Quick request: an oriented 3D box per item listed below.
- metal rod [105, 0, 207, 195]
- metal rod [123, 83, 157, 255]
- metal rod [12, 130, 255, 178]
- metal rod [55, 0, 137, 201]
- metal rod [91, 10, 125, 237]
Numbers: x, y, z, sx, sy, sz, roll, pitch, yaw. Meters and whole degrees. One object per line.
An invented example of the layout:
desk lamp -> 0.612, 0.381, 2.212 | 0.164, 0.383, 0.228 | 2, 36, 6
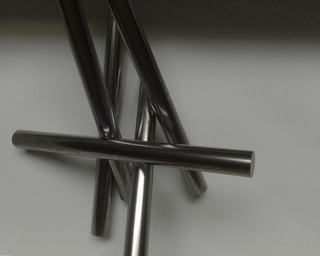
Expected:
metal rod -> -0.005, -0.046, 0.362 | 0.025, 0.025, 0.299 | -24, 110, 0
metal rod -> -0.021, 0.059, 0.349 | 0.025, 0.025, 0.299 | 3, 64, 0
metal rod -> -0.050, 0.024, 0.348 | 0.301, 0.025, 0.025 | 4, 90, 25
metal rod -> -0.073, -0.044, 0.355 | 0.025, 0.025, 0.298 | -14, 113, 0
metal rod -> -0.067, -0.009, 0.410 | 0.025, 0.025, 0.298 | 4, 90, 0
